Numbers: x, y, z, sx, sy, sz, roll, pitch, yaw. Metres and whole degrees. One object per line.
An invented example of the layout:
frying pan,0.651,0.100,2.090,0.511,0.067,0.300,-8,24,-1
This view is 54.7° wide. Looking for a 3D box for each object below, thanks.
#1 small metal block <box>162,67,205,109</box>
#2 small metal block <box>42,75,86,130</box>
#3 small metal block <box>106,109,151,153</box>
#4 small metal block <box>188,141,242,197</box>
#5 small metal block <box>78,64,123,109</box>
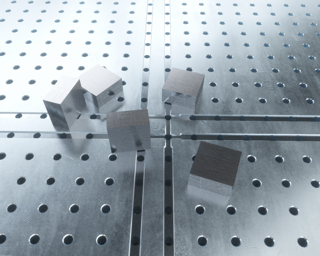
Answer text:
small metal block,0.035,-0.060,0.458,0.050,0.025,0.050,15,51,11
small metal block,-0.127,-0.035,0.419,0.025,0.050,0.050,14,52,11
small metal block,-0.038,0.004,0.387,0.050,0.050,0.025,-6,51,-6
small metal block,0.065,0.048,0.368,0.050,0.025,0.050,16,52,12
small metal block,-0.091,-0.063,0.459,0.050,0.025,0.050,33,57,24
